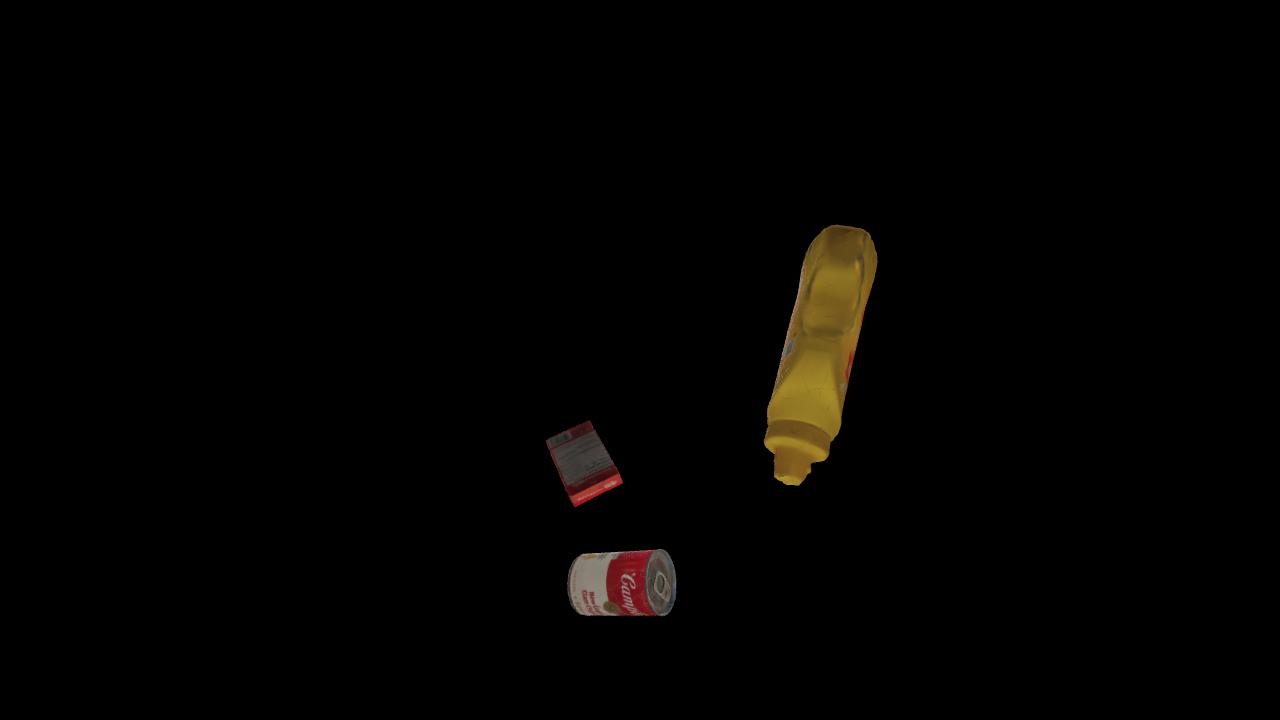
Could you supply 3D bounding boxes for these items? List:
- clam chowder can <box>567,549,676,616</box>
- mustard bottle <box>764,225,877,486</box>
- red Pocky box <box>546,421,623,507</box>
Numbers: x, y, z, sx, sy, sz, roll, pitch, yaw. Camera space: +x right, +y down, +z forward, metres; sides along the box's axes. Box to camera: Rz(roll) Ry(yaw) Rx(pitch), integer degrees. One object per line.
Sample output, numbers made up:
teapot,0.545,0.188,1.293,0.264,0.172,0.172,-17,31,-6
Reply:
clam chowder can,-0.020,0.244,0.673,0.102,0.068,0.068,-12,-6,27
mustard bottle,0.124,0.002,0.436,0.054,0.184,0.092,16,-25,11
red Pocky box,-0.090,0.159,0.964,0.083,0.028,0.155,-23,32,-10
